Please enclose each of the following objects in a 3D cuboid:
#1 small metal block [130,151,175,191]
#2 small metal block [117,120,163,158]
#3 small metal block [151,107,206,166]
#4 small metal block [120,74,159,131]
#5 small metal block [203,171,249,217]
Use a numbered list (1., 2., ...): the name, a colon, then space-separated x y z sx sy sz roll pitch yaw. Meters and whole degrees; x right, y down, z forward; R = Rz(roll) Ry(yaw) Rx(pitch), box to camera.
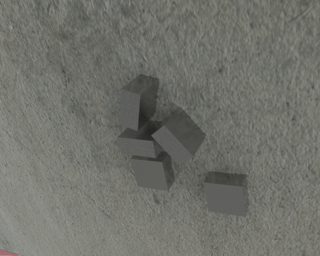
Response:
1. small metal block: -0.010 0.061 0.448 0.050 0.025 0.050 3 120 26
2. small metal block: -0.019 0.013 0.407 0.050 0.050 0.025 5 121 25
3. small metal block: 0.024 0.009 0.382 0.050 0.050 0.025 47 129 -5
4. small metal block: -0.025 -0.032 0.383 0.025 0.050 0.050 19 126 17
5. small metal block: 0.089 0.087 0.413 0.050 0.025 0.050 1 119 27
